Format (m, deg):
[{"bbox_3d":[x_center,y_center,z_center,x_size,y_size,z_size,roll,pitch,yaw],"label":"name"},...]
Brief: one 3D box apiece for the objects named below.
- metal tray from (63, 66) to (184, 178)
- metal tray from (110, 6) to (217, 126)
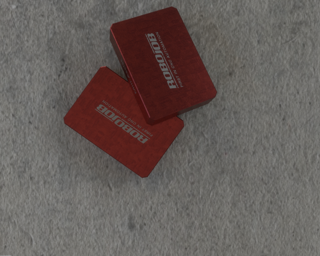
[{"bbox_3d":[-0.046,-0.008,0.407,0.130,0.030,0.090,35,90,-1],"label":"metal tray"},{"bbox_3d":[0.003,-0.079,0.388,0.091,0.030,0.129,-22,82,-14],"label":"metal tray"}]
